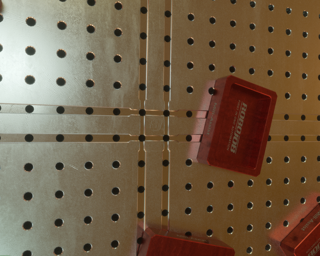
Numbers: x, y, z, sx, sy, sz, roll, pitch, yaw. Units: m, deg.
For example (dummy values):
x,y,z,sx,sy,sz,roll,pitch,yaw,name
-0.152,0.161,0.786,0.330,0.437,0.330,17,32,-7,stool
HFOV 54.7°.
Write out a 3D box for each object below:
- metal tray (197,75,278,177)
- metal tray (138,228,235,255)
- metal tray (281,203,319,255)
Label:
x,y,z,sx,sy,sz,roll,pitch,yaw,name
0.114,-0.002,0.453,0.091,0.030,0.129,16,84,-20,metal tray
0.032,0.195,0.423,0.131,0.030,0.090,17,84,-20,metal tray
0.271,0.187,0.512,0.131,0.030,0.090,-36,102,-17,metal tray
